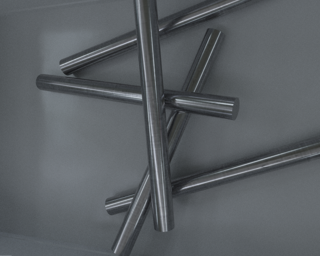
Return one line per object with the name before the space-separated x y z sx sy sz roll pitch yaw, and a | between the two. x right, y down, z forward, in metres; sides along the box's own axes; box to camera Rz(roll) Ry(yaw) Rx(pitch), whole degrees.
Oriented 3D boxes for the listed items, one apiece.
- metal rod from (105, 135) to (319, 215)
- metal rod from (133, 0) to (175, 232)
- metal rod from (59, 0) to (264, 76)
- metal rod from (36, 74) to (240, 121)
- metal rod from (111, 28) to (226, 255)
metal rod | 0.065 0.062 0.387 0.300 0.025 0.025 -20 84 18
metal rod | -0.007 -0.028 0.349 0.025 0.025 0.298 -2 99 19
metal rod | -0.003 -0.129 0.410 0.301 0.025 0.025 -16 85 18
metal rod | -0.049 -0.045 0.401 0.300 0.025 0.025 11 94 28
metal rod | 0.010 0.019 0.387 0.025 0.025 0.299 24 91 18
